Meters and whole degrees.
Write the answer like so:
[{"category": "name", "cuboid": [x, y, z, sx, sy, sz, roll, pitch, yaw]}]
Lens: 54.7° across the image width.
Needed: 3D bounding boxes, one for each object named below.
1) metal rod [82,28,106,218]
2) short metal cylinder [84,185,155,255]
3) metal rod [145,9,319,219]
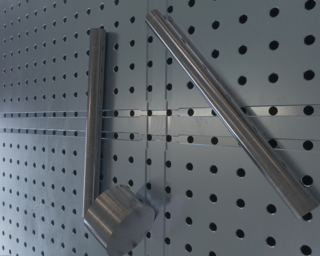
[{"category": "metal rod", "cuboid": [-0.105, -0.006, 0.495, 0.025, 0.025, 0.298, 5, 93, 40]}, {"category": "short metal cylinder", "cuboid": [-0.054, 0.124, 0.418, 0.050, 0.081, 0.079, 33, 111, 35]}, {"category": "metal rod", "cuboid": [0.066, -0.035, 0.354, 0.025, 0.025, 0.299, -48, 62, 29]}]
